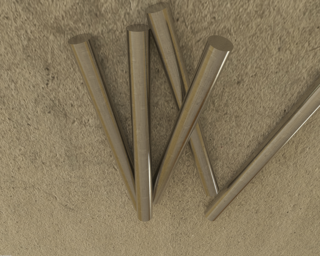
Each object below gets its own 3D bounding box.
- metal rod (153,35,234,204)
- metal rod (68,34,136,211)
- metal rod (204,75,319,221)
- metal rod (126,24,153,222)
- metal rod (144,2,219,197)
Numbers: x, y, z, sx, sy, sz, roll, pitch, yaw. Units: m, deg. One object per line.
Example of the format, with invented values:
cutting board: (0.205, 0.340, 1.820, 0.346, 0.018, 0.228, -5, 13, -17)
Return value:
metal rod: (0.022, 0.017, 0.394, 0.025, 0.025, 0.298, 10, 138, -9)
metal rod: (-0.058, 0.018, 0.421, 0.025, 0.025, 0.298, -8, 130, 6)
metal rod: (0.144, 0.045, 0.447, 0.025, 0.025, 0.298, 17, 128, -15)
metal rod: (-0.023, 0.018, 0.406, 0.025, 0.025, 0.298, 0, 126, -1)
metal rod: (0.039, -0.010, 0.399, 0.025, 0.025, 0.299, -13, 129, 10)
